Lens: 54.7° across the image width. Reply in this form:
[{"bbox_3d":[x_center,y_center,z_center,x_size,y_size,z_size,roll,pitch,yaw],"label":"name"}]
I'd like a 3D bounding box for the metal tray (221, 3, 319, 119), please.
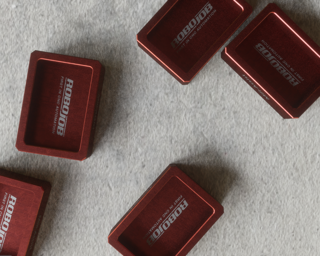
[{"bbox_3d":[0.158,-0.086,0.409,0.130,0.030,0.090,44,90,-1],"label":"metal tray"}]

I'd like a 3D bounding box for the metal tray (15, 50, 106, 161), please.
[{"bbox_3d":[-0.128,-0.028,0.405,0.091,0.030,0.129,9,90,-1],"label":"metal tray"}]

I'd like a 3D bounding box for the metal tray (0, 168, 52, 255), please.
[{"bbox_3d":[-0.207,0.124,0.404,0.091,0.030,0.129,16,90,-1],"label":"metal tray"}]

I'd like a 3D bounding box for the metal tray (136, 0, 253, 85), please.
[{"bbox_3d":[0.044,-0.133,0.407,0.090,0.030,0.130,42,90,-1],"label":"metal tray"}]

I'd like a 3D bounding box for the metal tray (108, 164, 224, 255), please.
[{"bbox_3d":[0.008,0.123,0.407,0.090,0.030,0.130,42,90,-1],"label":"metal tray"}]
